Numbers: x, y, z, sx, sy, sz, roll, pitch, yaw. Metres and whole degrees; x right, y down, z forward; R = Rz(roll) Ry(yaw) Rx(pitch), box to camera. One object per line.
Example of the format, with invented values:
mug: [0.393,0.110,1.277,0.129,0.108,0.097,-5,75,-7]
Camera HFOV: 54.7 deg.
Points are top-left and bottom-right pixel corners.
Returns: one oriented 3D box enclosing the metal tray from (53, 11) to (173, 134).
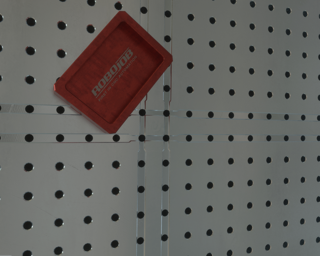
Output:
metal tray: [-0.057,-0.068,0.389,0.090,0.030,0.130,41,77,-16]
